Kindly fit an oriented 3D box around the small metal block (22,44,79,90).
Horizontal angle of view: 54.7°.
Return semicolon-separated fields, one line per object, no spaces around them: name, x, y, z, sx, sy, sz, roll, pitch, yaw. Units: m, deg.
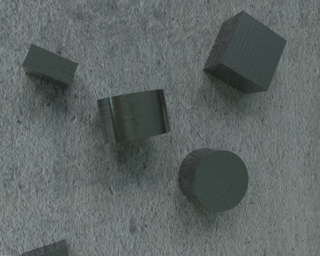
small metal block;-0.124;-0.067;0.350;0.050;0.050;0.025;22;83;-19

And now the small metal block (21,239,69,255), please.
small metal block;-0.130;0.166;0.362;0.050;0.025;0.050;-13;95;-20

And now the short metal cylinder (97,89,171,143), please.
short metal cylinder;-0.031;-0.015;0.369;0.081;0.080;0.050;-11;94;-20

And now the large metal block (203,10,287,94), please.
large metal block;0.121;-0.104;0.442;0.080;0.050;0.080;26;81;-19

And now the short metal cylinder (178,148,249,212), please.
short metal cylinder;0.072;0.069;0.424;0.081;0.050;0.079;0;90;-21
